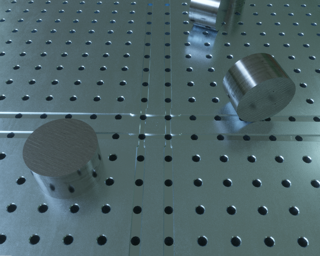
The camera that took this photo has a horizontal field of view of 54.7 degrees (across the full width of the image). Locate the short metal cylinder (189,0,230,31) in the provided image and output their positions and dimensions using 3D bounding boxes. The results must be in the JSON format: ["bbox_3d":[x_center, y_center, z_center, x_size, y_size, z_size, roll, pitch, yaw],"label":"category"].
[{"bbox_3d":[0.091,-0.222,0.560,0.050,0.080,0.080,21,53,16],"label":"short metal cylinder"}]

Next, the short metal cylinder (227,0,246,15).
[{"bbox_3d":[0.134,-0.271,0.621,0.081,0.050,0.080,0,50,0],"label":"short metal cylinder"}]

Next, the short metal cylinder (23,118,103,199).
[{"bbox_3d":[-0.110,0.035,0.361,0.081,0.050,0.080,0,50,0],"label":"short metal cylinder"}]

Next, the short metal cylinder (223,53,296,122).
[{"bbox_3d":[0.132,-0.053,0.419,0.081,0.080,0.050,-11,51,-9],"label":"short metal cylinder"}]
